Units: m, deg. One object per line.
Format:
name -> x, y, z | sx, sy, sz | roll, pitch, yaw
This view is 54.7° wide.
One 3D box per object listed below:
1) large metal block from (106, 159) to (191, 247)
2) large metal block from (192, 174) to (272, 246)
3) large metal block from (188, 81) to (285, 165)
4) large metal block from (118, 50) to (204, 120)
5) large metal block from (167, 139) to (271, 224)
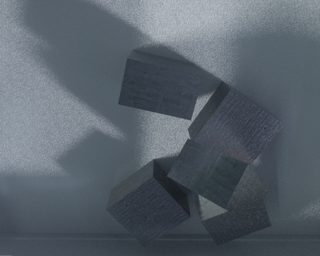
large metal block -> -0.015, 0.105, 0.437 | 0.080, 0.050, 0.080 | -37, 106, 12
large metal block -> 0.098, 0.109, 0.425 | 0.080, 0.050, 0.080 | -23, 133, 8
large metal block -> 0.094, -0.002, 0.399 | 0.080, 0.050, 0.080 | 31, 107, -11
large metal block -> 0.000, -0.053, 0.362 | 0.081, 0.080, 0.050 | 12, 110, -5
large metal block -> 0.069, 0.062, 0.360 | 0.080, 0.080, 0.050 | 37, 80, -48
